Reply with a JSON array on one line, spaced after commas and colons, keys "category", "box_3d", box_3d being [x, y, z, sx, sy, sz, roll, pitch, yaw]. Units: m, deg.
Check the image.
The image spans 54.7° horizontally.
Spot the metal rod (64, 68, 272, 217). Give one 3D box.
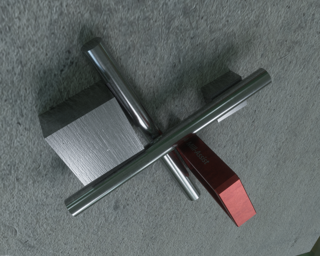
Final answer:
[{"category": "metal rod", "box_3d": [0.015, 0.014, 0.394, 0.301, 0.025, 0.025, -34, 129, -6]}]

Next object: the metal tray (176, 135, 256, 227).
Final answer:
[{"category": "metal tray", "box_3d": [0.066, 0.059, 0.414, 0.030, 0.130, 0.090, -36, 129, -4]}]

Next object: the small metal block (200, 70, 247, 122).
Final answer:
[{"category": "small metal block", "box_3d": [0.090, -0.044, 0.432, 0.050, 0.025, 0.050, -31, 129, -9]}]

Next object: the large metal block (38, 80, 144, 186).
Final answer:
[{"category": "large metal block", "box_3d": [-0.076, 0.005, 0.353, 0.080, 0.050, 0.080, -32, 129, -8]}]

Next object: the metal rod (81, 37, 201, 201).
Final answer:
[{"category": "metal rod", "box_3d": [-0.008, 0.011, 0.413, 0.025, 0.025, 0.299, -36, 130, -4]}]
